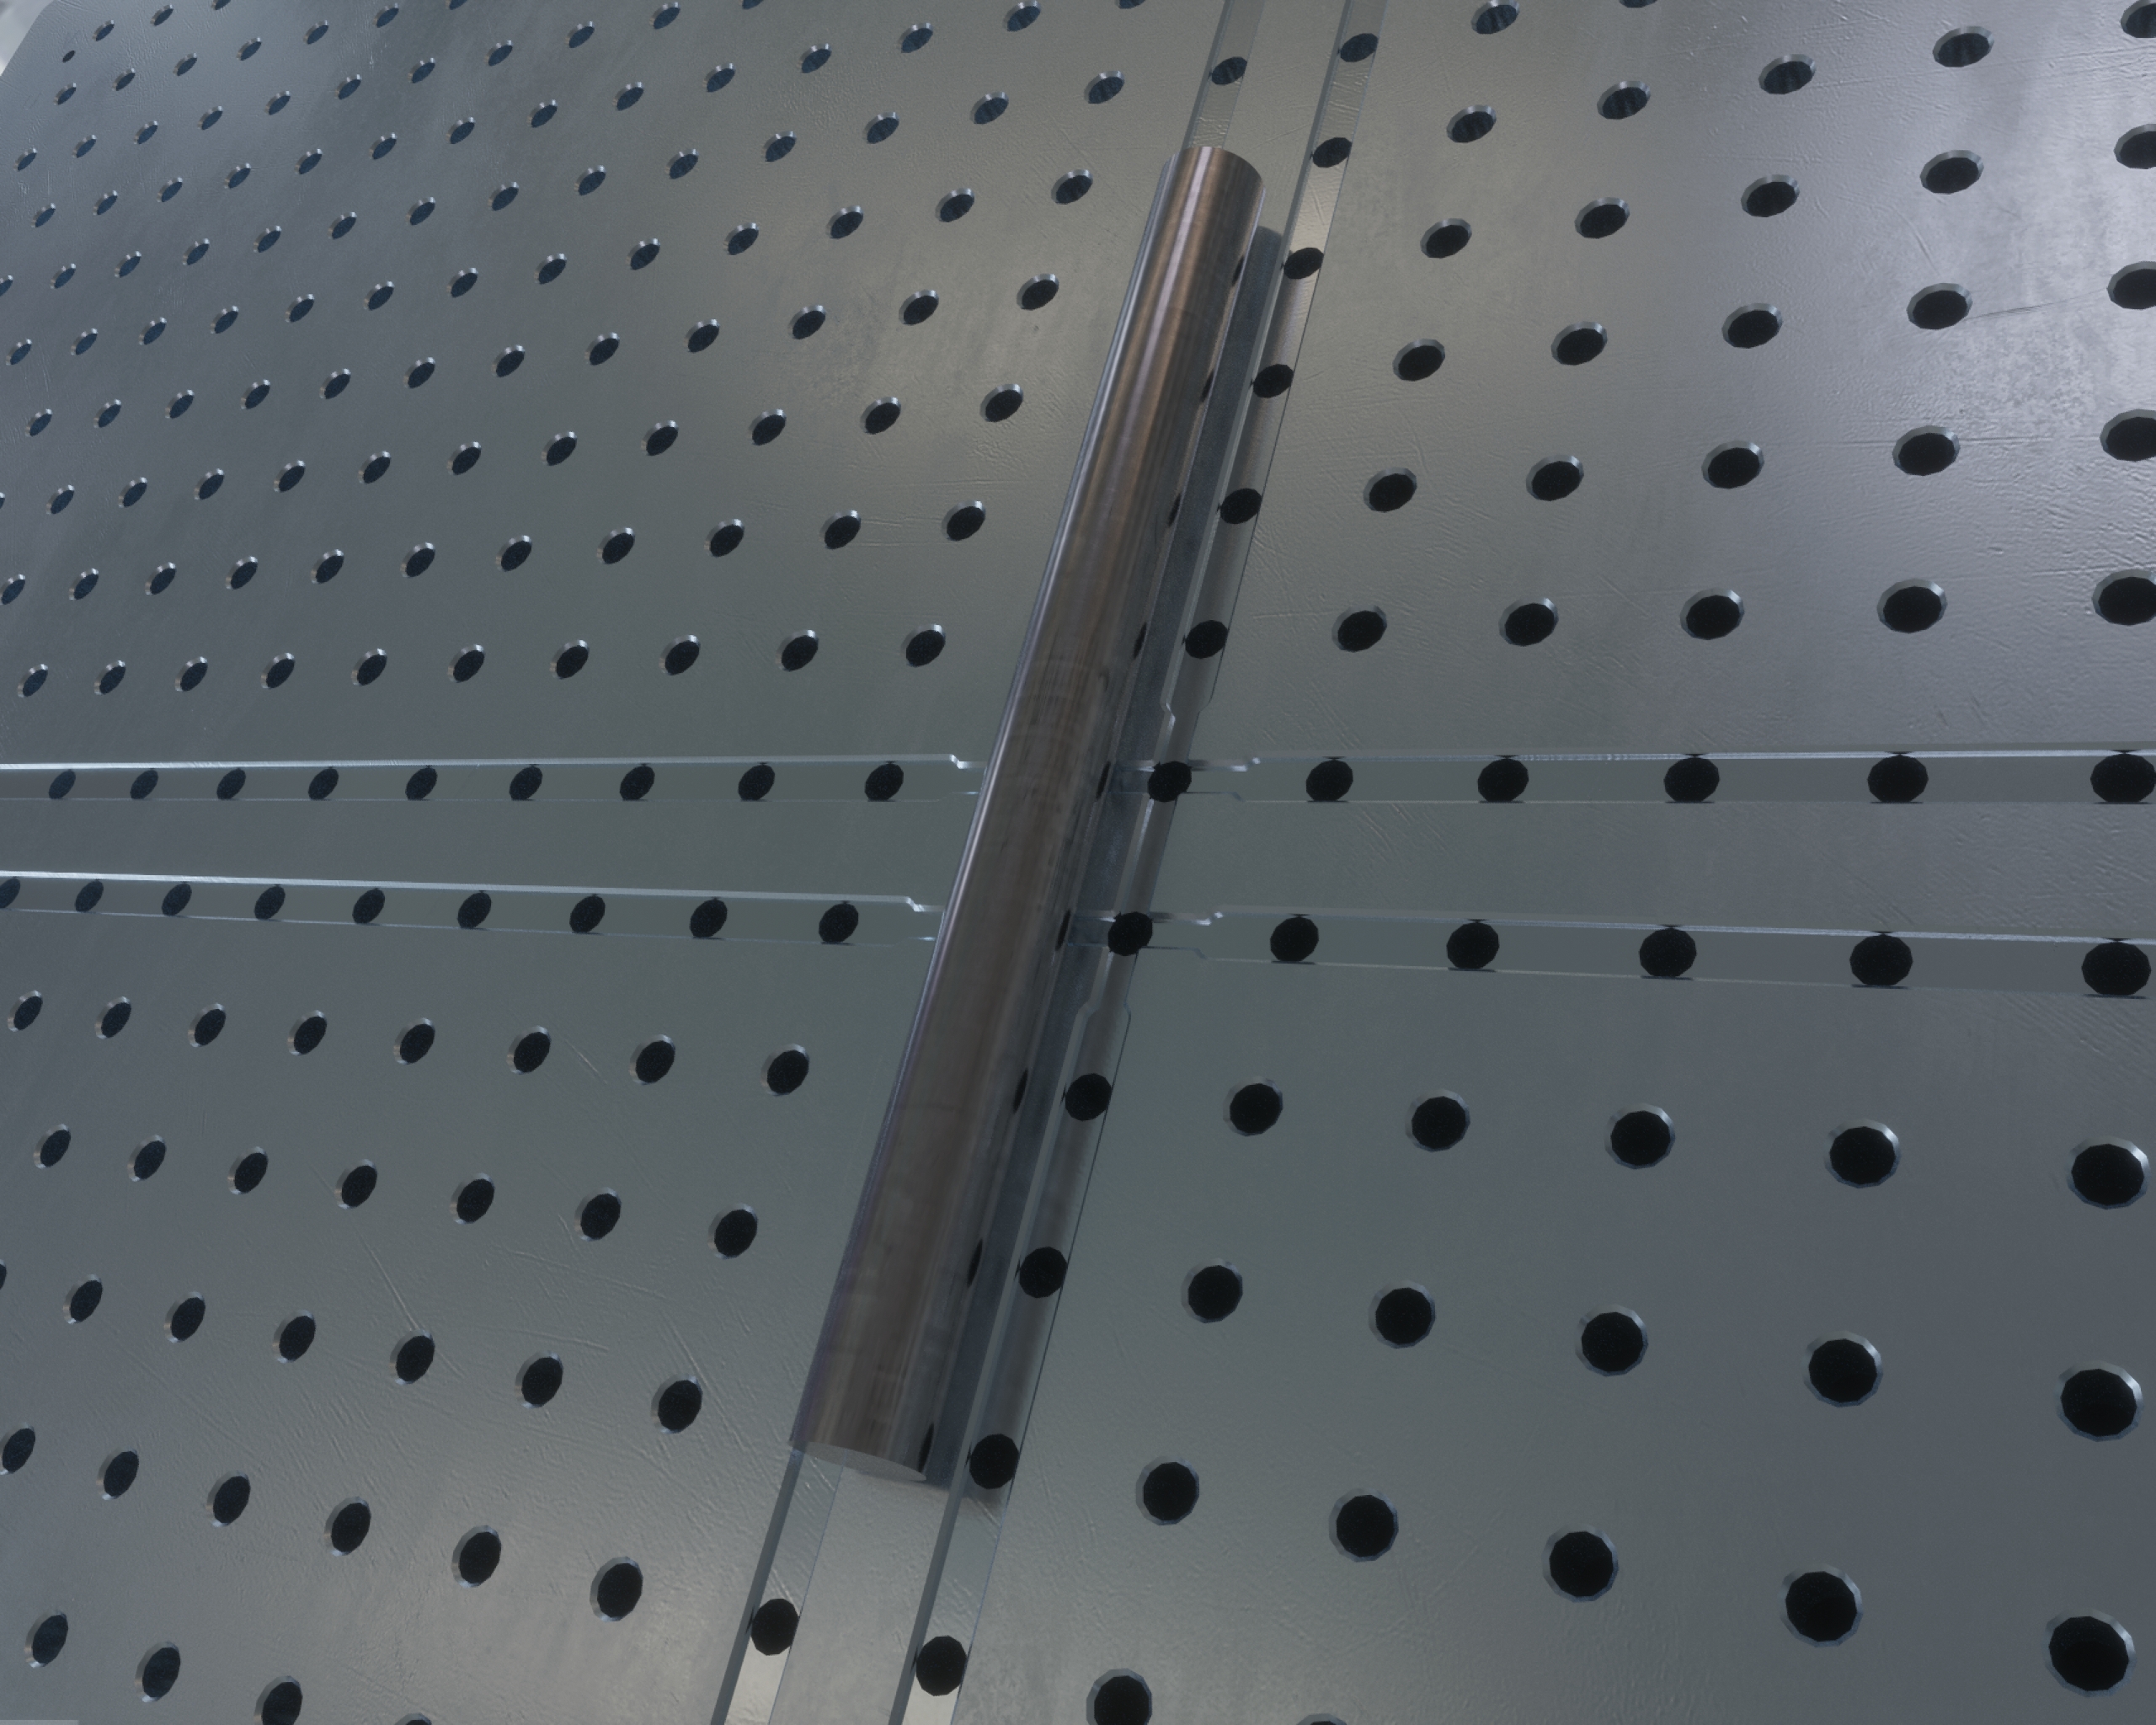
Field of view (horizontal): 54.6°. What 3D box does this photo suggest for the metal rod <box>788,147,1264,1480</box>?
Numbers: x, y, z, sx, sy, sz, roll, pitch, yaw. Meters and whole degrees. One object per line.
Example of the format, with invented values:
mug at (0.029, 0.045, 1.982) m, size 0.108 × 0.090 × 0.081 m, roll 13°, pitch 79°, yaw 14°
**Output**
metal rod at (-0.004, -0.027, 0.428) m, size 0.025 × 0.025 × 0.300 m, roll 1°, pitch 62°, yaw 28°
